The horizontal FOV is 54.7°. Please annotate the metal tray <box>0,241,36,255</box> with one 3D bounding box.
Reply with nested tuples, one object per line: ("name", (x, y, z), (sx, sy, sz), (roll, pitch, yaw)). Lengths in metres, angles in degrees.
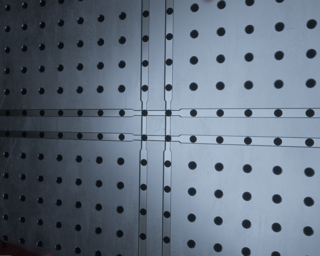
("metal tray", (-0.251, 0.258, 0.496), (0.090, 0.030, 0.129), (12, 94, 19))
